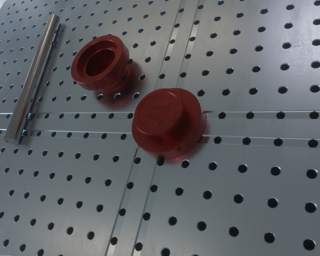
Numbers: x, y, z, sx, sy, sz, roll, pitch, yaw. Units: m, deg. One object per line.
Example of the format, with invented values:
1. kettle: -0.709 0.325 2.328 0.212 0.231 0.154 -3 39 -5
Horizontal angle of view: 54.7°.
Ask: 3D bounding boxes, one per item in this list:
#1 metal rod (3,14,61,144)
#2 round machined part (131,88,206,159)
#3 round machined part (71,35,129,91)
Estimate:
1. metal rod: -0.241 -0.107 0.600 0.025 0.025 0.299 -9 58 24
2. round machined part: 0.006 -0.012 0.402 0.098 0.042 0.098 -13 56 21
3. round machined part: -0.093 -0.101 0.508 0.098 0.042 0.098 -13 56 21
